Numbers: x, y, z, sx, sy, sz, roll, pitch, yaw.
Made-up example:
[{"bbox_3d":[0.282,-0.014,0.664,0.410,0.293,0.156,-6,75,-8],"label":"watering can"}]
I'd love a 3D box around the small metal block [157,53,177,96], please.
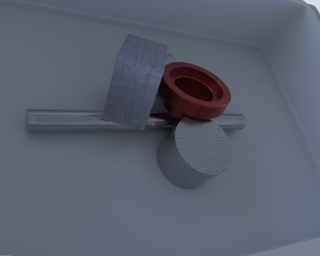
[{"bbox_3d":[0.006,-0.080,0.458,0.050,0.025,0.050,-23,75,-37],"label":"small metal block"}]

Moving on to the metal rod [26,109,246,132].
[{"bbox_3d":[-0.010,-0.009,0.403,0.303,0.025,0.025,0,62,-29],"label":"metal rod"}]

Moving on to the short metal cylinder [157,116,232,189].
[{"bbox_3d":[0.043,0.030,0.393,0.081,0.050,0.080,14,56,-21],"label":"short metal cylinder"}]

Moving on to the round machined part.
[{"bbox_3d":[0.042,-0.044,0.420,0.099,0.042,0.098,15,39,-12],"label":"round machined part"}]

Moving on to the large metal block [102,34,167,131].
[{"bbox_3d":[-0.029,-0.056,0.370,0.050,0.079,0.080,16,32,-6],"label":"large metal block"}]
